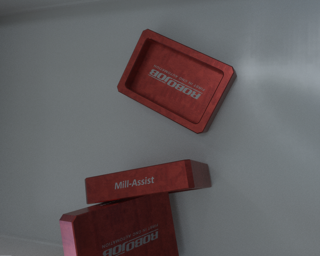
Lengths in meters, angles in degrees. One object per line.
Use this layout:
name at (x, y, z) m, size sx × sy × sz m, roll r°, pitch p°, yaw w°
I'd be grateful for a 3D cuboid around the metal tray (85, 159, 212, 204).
metal tray at (-0.012, 0.067, 0.377) m, size 0.130 × 0.090 × 0.030 m, roll -13°, pitch 76°, yaw 19°

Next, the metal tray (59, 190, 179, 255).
metal tray at (-0.040, 0.127, 0.352) m, size 0.030 × 0.131 × 0.089 m, roll -13°, pitch 85°, yaw 47°

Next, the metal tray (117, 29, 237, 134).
metal tray at (0.020, -0.060, 0.400) m, size 0.130 × 0.030 × 0.090 m, roll 29°, pitch 99°, yaw 17°
